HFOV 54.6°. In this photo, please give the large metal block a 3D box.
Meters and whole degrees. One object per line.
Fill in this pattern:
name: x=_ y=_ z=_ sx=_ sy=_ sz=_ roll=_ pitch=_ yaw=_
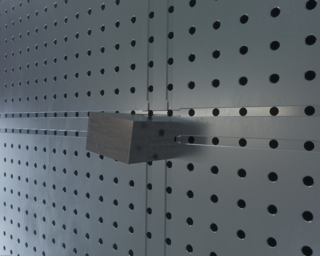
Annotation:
large metal block: x=-0.037 y=0.010 z=0.405 sx=0.080 sy=0.081 sz=0.050 roll=12 pitch=98 yaw=39
